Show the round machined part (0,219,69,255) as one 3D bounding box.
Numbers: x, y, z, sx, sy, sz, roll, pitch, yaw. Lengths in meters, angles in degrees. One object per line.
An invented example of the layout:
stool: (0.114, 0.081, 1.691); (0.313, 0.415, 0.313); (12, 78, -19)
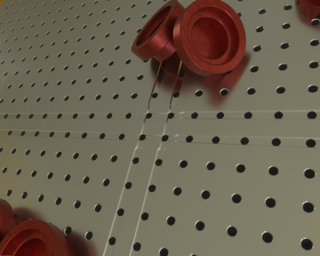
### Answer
round machined part: (-0.151, 0.164, 0.374); (0.098, 0.042, 0.098); (-13, 56, 20)

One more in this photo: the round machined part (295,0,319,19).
round machined part: (0.225, -0.191, 0.397); (0.098, 0.042, 0.098); (-13, 56, 20)

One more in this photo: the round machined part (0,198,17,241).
round machined part: (-0.242, 0.147, 0.431); (0.098, 0.042, 0.098); (-13, 56, 20)

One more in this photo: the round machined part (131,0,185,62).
round machined part: (0.005, -0.139, 0.462); (0.098, 0.042, 0.098); (-40, 28, 26)

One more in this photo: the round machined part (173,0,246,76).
round machined part: (0.062, -0.117, 0.412); (0.098, 0.098, 0.042); (-59, 18, -14)
